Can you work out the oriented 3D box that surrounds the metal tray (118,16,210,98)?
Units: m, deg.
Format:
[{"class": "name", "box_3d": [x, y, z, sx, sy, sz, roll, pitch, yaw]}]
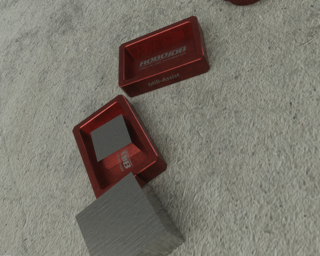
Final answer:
[{"class": "metal tray", "box_3d": [0.002, -0.106, 0.462, 0.130, 0.030, 0.090, -16, 55, 18]}]

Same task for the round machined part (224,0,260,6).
[{"class": "round machined part", "box_3d": [0.129, -0.223, 0.461, 0.098, 0.042, 0.098, -13, 56, 20]}]

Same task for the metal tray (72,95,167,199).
[{"class": "metal tray", "box_3d": [-0.058, 0.025, 0.414, 0.090, 0.030, 0.130, -35, 51, 4]}]

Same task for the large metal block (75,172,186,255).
[{"class": "large metal block", "box_3d": [-0.033, 0.109, 0.337, 0.080, 0.050, 0.080, -39, 51, 2]}]

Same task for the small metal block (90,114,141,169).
[{"class": "small metal block", "box_3d": [-0.059, 0.018, 0.406, 0.050, 0.025, 0.050, -30, 52, 8]}]
